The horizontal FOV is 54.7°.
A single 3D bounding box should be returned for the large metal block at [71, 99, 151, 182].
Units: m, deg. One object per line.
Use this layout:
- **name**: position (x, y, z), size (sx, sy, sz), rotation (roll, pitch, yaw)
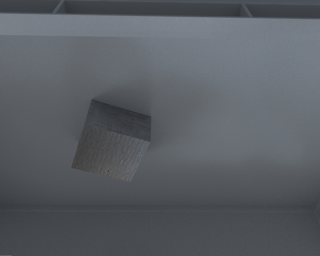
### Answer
- **large metal block**: position (-0.064, 0.018, 0.408), size (0.081, 0.050, 0.079), rotation (16, 128, -14)
